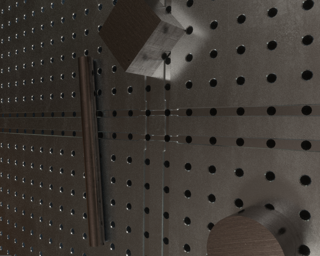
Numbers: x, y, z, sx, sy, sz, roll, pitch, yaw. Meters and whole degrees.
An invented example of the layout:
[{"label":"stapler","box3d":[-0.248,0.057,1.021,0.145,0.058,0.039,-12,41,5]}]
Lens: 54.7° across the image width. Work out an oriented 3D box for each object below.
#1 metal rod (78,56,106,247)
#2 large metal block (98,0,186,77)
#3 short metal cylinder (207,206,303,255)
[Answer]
[{"label":"metal rod","box3d":[-0.110,0.035,0.497,0.025,0.025,0.298,-7,85,39]},{"label":"large metal block","box3d":[-0.026,-0.128,0.412,0.080,0.050,0.080,-49,61,28]},{"label":"short metal cylinder","box3d":[0.095,0.124,0.313,0.080,0.050,0.079,0,90,39]}]
